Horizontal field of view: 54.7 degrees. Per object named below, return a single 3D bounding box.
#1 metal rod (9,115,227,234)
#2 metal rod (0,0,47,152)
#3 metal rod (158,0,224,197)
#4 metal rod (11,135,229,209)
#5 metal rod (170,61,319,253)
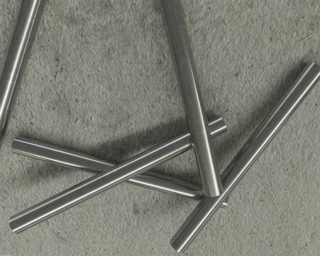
[{"bbox_3d":[-0.053,0.060,0.405,0.301,0.025,0.025,-26,108,-1],"label":"metal rod"},{"bbox_3d":[-0.184,-0.065,0.383,0.025,0.025,0.298,23,108,-8],"label":"metal rod"},{"bbox_3d":[0.032,-0.059,0.366,0.025,0.025,0.298,-14,102,5],"label":"metal rod"},{"bbox_3d":[-0.050,0.063,0.432,0.302,0.025,0.025,16,109,-6],"label":"metal rod"},{"bbox_3d":[0.109,0.045,0.408,0.025,0.025,0.299,33,100,-12],"label":"metal rod"}]
